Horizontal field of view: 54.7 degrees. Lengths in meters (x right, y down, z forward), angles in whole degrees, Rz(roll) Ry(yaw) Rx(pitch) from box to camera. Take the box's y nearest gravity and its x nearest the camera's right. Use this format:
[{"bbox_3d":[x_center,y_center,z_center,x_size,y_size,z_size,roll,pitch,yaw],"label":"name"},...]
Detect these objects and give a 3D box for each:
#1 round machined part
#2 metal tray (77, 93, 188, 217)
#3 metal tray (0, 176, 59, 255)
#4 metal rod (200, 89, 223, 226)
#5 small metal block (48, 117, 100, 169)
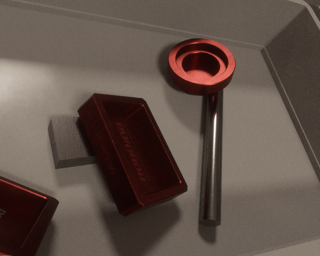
[{"bbox_3d":[0.060,-0.087,0.468,0.099,0.042,0.098,1,55,-1],"label":"round machined part"},{"bbox_3d":[-0.029,0.025,0.351,0.091,0.030,0.130,-1,60,-54],"label":"metal tray"},{"bbox_3d":[-0.131,0.068,0.229,0.090,0.130,0.030,26,88,-11],"label":"metal tray"},{"bbox_3d":[0.080,-0.008,0.455,0.025,0.025,0.300,21,54,-16],"label":"metal rod"},{"bbox_3d":[-0.094,0.015,0.347,0.050,0.025,0.050,-5,64,-31],"label":"small metal block"}]
